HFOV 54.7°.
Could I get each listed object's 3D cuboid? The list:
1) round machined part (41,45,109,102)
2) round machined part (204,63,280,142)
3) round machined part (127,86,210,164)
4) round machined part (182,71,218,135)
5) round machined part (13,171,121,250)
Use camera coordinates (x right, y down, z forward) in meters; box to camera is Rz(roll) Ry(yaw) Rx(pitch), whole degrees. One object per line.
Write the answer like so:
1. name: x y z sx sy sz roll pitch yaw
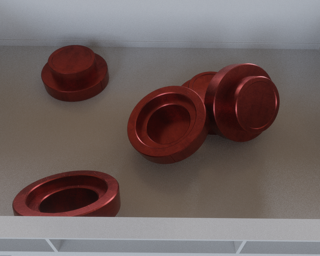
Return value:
1. round machined part: -0.129 -0.088 0.467 0.099 0.042 0.098 0 50 0
2. round machined part: 0.107 -0.030 0.381 0.099 0.097 0.042 -26 20 -21
3. round machined part: 0.013 0.000 0.380 0.098 0.042 0.098 -11 57 18
4. round machined part: 0.072 -0.041 0.430 0.099 0.042 0.098 0 50 0
5. round machined part: -0.088 0.081 0.306 0.099 0.042 0.098 -3 17 1
